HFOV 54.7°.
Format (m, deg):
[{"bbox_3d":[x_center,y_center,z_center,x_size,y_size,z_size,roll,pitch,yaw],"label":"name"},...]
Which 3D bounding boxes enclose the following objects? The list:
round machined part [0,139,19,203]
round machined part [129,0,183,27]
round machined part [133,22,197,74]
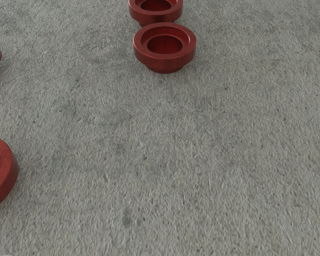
[{"bbox_3d":[-0.207,0.058,0.342,0.099,0.042,0.098,0,50,0],"label":"round machined part"},{"bbox_3d":[-0.007,-0.217,0.574,0.099,0.042,0.098,0,50,0],"label":"round machined part"},{"bbox_3d":[0.008,-0.124,0.497,0.099,0.042,0.098,0,50,0],"label":"round machined part"}]
